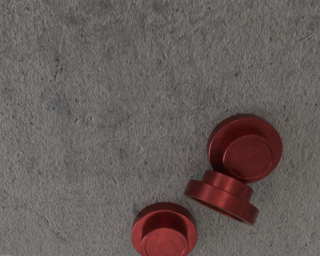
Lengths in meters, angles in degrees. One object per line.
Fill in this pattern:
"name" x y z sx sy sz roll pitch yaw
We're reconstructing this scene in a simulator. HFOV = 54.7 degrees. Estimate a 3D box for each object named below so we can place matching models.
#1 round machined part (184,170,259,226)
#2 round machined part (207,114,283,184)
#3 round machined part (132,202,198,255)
"round machined part" 0.085 0.089 0.413 0.098 0.098 0.042 28 77 -10
"round machined part" 0.115 0.033 0.414 0.099 0.042 0.097 0 110 0
"round machined part" 0.007 0.163 0.461 0.099 0.042 0.097 0 110 0
